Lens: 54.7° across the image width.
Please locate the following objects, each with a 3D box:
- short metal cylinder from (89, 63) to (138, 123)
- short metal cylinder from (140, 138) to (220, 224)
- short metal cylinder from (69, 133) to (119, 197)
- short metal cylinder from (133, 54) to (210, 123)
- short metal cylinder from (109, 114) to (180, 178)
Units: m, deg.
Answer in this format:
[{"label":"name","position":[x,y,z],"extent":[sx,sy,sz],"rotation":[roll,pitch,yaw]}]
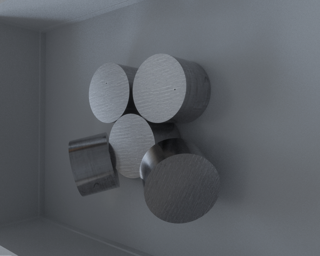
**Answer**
[{"label":"short metal cylinder","position":[-0.053,-0.046,0.428],"extent":[0.080,0.050,0.079],"rotation":[0,90,39]},{"label":"short metal cylinder","position":[0.020,0.057,0.343],"extent":[0.050,0.081,0.079],"rotation":[-120,44,-72]},{"label":"short metal cylinder","position":[-0.091,0.050,0.434],"extent":[0.050,0.080,0.080],"rotation":[-14,78,-6]},{"label":"short metal cylinder","position":[0.013,-0.046,0.376],"extent":[0.080,0.050,0.079],"rotation":[0,90,39]},{"label":"short metal cylinder","position":[-0.020,0.022,0.401],"extent":[0.080,0.050,0.079],"rotation":[0,90,39]}]
